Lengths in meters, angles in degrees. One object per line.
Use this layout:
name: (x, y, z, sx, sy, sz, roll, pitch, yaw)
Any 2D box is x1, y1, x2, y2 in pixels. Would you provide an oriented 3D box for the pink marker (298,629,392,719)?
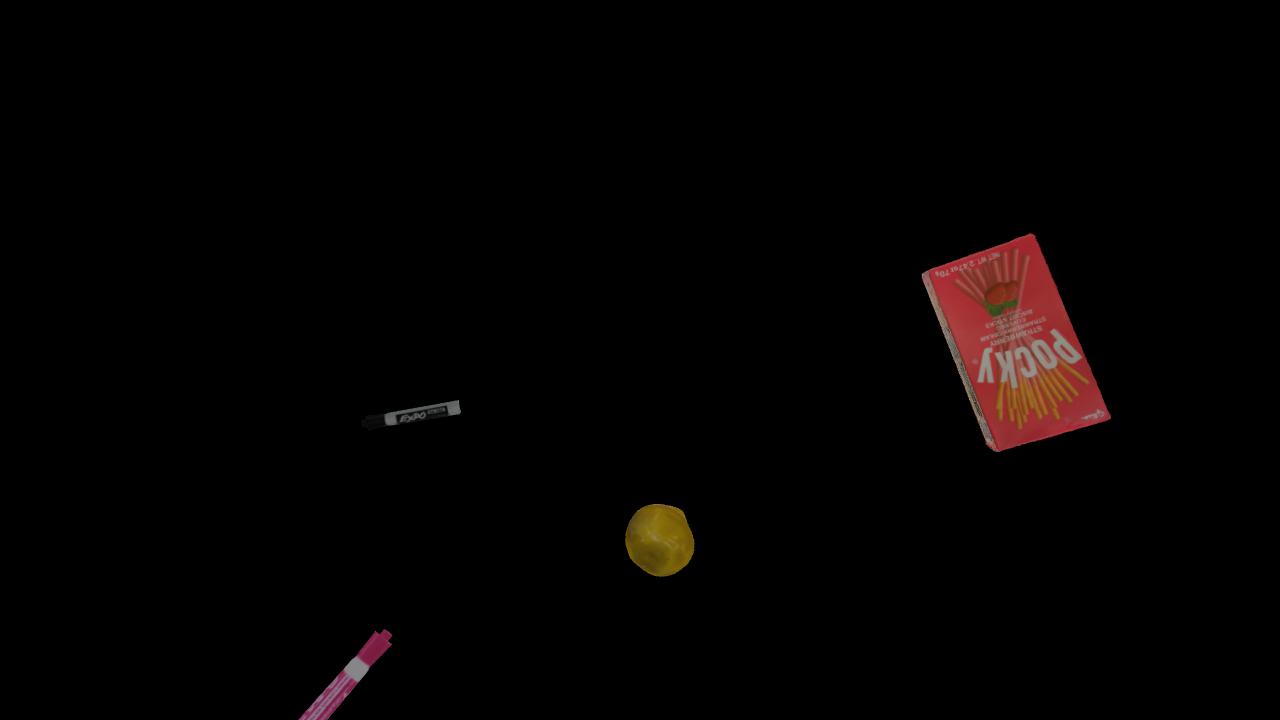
pink marker: (-0.254, 0.278, 0.508, 0.020, 0.020, 0.121, 0, 41, 46)

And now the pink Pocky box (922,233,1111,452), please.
pink Pocky box: (0.294, -0.013, 0.487, 0.084, 0.155, 0.029, -19, -6, 11)

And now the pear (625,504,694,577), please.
pear: (0.029, 0.193, 0.713, 0.080, 0.080, 0.111, 0, 22, 15)

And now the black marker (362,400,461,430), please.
black marker: (-0.297, 0.072, 0.801, 0.121, 0.020, 0.020, -9, 2, -15)
